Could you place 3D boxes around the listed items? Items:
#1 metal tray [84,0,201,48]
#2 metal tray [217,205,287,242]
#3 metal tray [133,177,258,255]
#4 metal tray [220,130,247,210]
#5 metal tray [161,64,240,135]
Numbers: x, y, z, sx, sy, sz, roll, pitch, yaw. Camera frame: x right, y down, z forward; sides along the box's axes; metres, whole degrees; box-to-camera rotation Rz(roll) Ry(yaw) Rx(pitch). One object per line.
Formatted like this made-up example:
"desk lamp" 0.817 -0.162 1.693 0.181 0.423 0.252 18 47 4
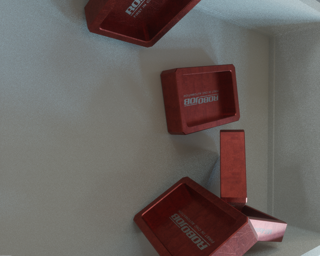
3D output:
"metal tray" -0.010 -0.142 0.330 0.091 0.130 0.030 4 65 -40
"metal tray" 0.115 0.134 0.460 0.131 0.090 0.030 19 88 -39
"metal tray" 0.033 0.113 0.354 0.090 0.130 0.030 -36 114 -14
"metal tray" 0.100 0.064 0.431 0.130 0.030 0.090 60 32 -68
"metal tray" 0.064 -0.045 0.459 0.131 0.030 0.089 -13 99 -39
